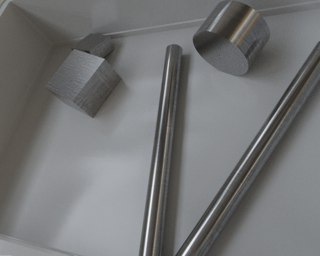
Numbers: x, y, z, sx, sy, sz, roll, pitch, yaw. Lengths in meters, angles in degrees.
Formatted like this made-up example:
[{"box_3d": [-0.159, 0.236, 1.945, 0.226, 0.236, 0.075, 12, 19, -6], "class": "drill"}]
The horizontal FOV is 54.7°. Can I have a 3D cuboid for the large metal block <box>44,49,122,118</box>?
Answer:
[{"box_3d": [-0.123, -0.073, 0.497, 0.080, 0.050, 0.080, 25, 75, 36], "class": "large metal block"}]

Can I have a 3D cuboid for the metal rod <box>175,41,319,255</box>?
[{"box_3d": [0.107, 0.025, 0.333, 0.025, 0.025, 0.300, 29, 77, 37], "class": "metal rod"}]

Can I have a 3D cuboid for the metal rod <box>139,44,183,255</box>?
[{"box_3d": [0.005, 0.014, 0.393, 0.025, 0.025, 0.299, -7, 58, 24], "class": "metal rod"}]

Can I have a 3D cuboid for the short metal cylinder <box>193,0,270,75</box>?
[{"box_3d": [0.089, -0.112, 0.392, 0.080, 0.080, 0.050, 28, 77, 37], "class": "short metal cylinder"}]

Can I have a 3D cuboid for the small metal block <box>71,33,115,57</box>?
[{"box_3d": [-0.117, -0.140, 0.542, 0.050, 0.025, 0.050, 19, 53, 35], "class": "small metal block"}]
